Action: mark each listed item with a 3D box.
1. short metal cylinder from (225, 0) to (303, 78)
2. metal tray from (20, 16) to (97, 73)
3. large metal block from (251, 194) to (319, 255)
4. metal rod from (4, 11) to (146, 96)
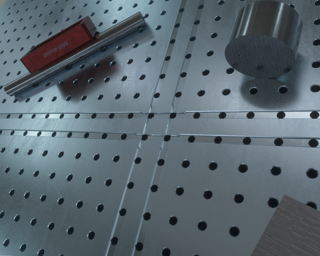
[{"bbox_3d":[0.124,-0.103,0.371,0.080,0.080,0.050,7,65,31],"label":"short metal cylinder"},{"bbox_3d":[-0.183,-0.155,0.570,0.130,0.030,0.090,-27,27,8],"label":"metal tray"},{"bbox_3d":[0.125,0.115,0.256,0.080,0.050,0.080,25,75,37],"label":"large metal block"},{"bbox_3d":[-0.164,-0.133,0.575,0.300,0.025,0.025,-24,53,13],"label":"metal rod"}]
